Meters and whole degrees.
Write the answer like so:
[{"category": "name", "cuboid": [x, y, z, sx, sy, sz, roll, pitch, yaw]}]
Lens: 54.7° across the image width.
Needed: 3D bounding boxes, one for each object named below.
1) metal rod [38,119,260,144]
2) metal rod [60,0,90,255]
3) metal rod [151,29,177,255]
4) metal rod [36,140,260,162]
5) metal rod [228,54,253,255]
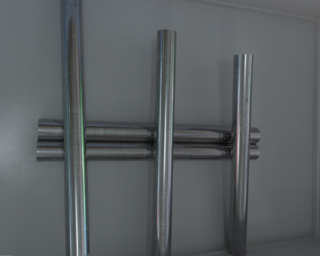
[{"category": "metal rod", "cuboid": [0.001, 0.007, 0.411, 0.303, 0.025, 0.025, 2, 90, -21]}, {"category": "metal rod", "cuboid": [-0.096, -0.014, 0.348, 0.025, 0.025, 0.298, -1, 82, -20]}, {"category": "metal rod", "cuboid": [0.005, 0.030, 0.386, 0.025, 0.025, 0.298, 2, 90, -20]}, {"category": "metal rod", "cuboid": [-0.001, 0.031, 0.410, 0.303, 0.025, 0.025, 2, 90, -21]}, {"category": "metal rod", "cuboid": [0.110, 0.052, 0.428, 0.025, 0.025, 0.298, -4, 100, -20]}]
